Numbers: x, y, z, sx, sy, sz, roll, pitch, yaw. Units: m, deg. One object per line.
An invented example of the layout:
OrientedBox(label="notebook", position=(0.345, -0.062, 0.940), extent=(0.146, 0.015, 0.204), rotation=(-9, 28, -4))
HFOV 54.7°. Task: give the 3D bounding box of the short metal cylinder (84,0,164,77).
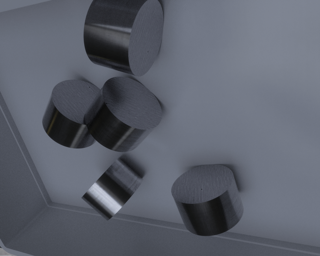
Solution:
OrientedBox(label="short metal cylinder", position=(-0.036, -0.100, 0.329), extent=(0.050, 0.080, 0.079), rotation=(19, 126, 17))

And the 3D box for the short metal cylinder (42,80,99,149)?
OrientedBox(label="short metal cylinder", position=(-0.111, -0.019, 0.418), extent=(0.080, 0.080, 0.050), rotation=(38, 129, 2))

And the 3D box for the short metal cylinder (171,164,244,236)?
OrientedBox(label="short metal cylinder", position=(0.061, 0.090, 0.396), extent=(0.080, 0.080, 0.050), rotation=(-8, 115, 31))

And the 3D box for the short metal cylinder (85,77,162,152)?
OrientedBox(label="short metal cylinder", position=(-0.045, -0.017, 0.385), extent=(0.080, 0.080, 0.050), rotation=(42, 129, -1))

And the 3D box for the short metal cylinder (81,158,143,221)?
OrientedBox(label="short metal cylinder", position=(-0.071, 0.091, 0.465), extent=(0.050, 0.080, 0.080), rotation=(42, 129, -1))
